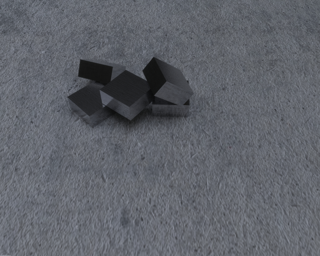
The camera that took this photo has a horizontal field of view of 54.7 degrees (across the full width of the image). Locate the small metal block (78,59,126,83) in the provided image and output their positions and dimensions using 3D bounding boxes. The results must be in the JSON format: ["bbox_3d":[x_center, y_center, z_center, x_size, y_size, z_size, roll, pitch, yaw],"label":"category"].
[{"bbox_3d":[-0.085,-0.084,0.459,0.050,0.025,0.050,15,15,11],"label":"small metal block"}]

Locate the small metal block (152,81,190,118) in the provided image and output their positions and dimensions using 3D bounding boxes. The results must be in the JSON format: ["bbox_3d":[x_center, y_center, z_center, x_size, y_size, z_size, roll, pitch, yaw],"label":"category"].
[{"bbox_3d":[0.015,-0.042,0.440,0.050,0.025,0.050,2,50,1],"label":"small metal block"}]

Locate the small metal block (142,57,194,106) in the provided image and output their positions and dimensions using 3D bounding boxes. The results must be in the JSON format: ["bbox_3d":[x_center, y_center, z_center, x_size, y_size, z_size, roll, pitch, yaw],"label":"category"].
[{"bbox_3d":[0.010,-0.061,0.407,0.050,0.025,0.050,17,37,-41],"label":"small metal block"}]

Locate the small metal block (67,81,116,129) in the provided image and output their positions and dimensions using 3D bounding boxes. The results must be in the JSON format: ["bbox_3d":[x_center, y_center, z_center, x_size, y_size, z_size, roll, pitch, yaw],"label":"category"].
[{"bbox_3d":[-0.091,-0.034,0.432,0.050,0.025,0.050,38,59,27],"label":"small metal block"}]

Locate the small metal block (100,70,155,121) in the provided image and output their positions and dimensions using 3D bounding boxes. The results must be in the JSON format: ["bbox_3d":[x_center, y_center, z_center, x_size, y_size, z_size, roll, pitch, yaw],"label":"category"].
[{"bbox_3d":[-0.042,-0.044,0.407,0.050,0.025,0.050,31,56,23],"label":"small metal block"}]
